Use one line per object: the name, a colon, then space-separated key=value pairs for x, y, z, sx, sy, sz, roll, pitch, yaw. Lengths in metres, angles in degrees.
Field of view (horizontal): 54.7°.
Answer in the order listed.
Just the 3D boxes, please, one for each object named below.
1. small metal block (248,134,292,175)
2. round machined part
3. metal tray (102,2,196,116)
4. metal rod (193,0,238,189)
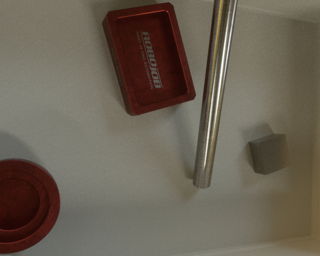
small metal block: x=0.169 y=0.039 z=0.475 sx=0.050 sy=0.025 sz=0.050 roll=-15 pitch=95 yaw=-20
round machined part: x=-0.163 y=0.082 z=0.342 sx=0.099 sy=0.042 sz=0.097 roll=0 pitch=90 yaw=-21
metal tray: x=-0.013 y=-0.089 z=0.403 sx=0.091 sy=0.030 sz=0.129 roll=-17 pitch=96 yaw=-20
metal rod: x=0.066 y=-0.056 z=0.371 sx=0.025 sy=0.025 sz=0.298 roll=-7 pitch=117 yaw=-20
